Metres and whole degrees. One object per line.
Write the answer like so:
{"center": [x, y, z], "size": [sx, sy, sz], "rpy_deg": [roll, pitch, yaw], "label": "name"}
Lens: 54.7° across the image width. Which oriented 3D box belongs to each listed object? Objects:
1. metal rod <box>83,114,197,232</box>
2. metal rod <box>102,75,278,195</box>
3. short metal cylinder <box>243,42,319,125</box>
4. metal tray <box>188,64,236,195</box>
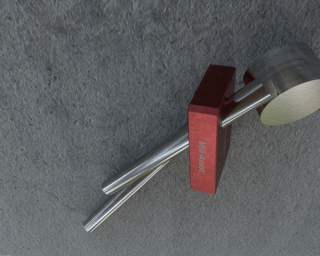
{"center": [-0.037, 0.083, 0.477], "size": [0.025, 0.025, 0.299], "rpy_deg": [30, 124, -23], "label": "metal rod"}
{"center": [0.011, 0.027, 0.389], "size": [0.025, 0.025, 0.299], "rpy_deg": [31, 136, -24], "label": "metal rod"}
{"center": [0.138, -0.045, 0.335], "size": [0.081, 0.050, 0.080], "rpy_deg": [-12, 150, -7], "label": "short metal cylinder"}
{"center": [0.062, 0.003, 0.364], "size": [0.030, 0.090, 0.129], "rpy_deg": [11, 133, 19], "label": "metal tray"}
